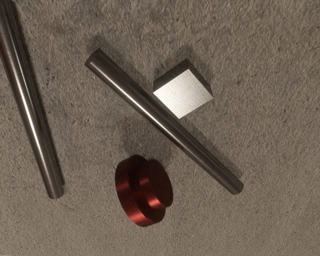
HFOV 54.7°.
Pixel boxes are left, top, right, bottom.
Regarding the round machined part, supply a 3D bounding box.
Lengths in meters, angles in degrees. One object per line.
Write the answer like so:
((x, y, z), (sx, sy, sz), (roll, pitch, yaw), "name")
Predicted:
((-0.016, 0.082, 0.430), (0.042, 0.098, 0.098), (-25, 126, 19), "round machined part")

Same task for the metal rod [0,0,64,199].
((-0.162, -0.010, 0.396), (0.025, 0.025, 0.298), (1, 130, -1), "metal rod")

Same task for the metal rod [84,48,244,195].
((0.023, 0.008, 0.414), (0.025, 0.025, 0.300), (-33, 123, 25), "metal rod")

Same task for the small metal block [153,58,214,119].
((0.027, -0.046, 0.369), (0.050, 0.025, 0.050), (-32, 124, 24), "small metal block")
